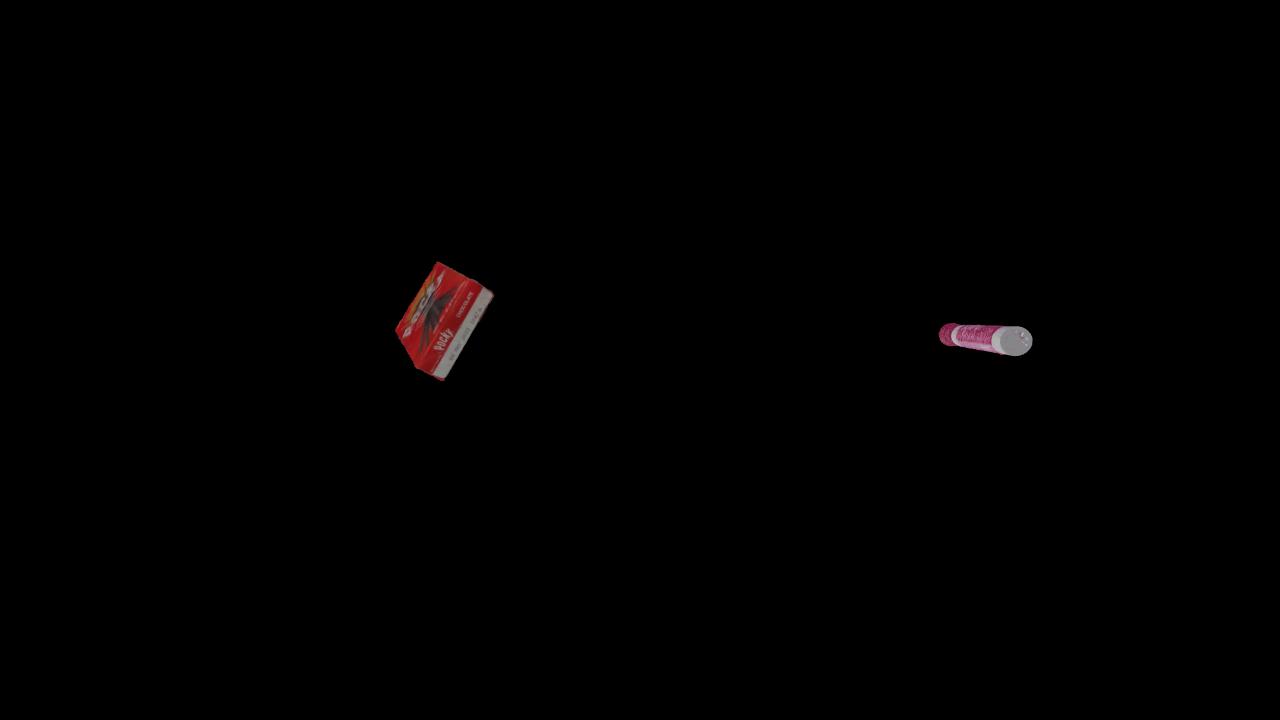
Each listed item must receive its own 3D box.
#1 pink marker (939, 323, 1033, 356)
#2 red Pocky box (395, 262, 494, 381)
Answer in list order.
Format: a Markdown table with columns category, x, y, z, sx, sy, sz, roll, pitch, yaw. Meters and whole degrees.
| category | x | y | z | sx | sy | sz | roll | pitch | yaw |
| --- | --- | --- | --- | --- | --- | --- | --- | --- | --- |
| pink marker | 0.244 | -0.016 | 0.443 | 0.020 | 0.020 | 0.121 | 0 | 4 | 8 |
| red Pocky box | -0.177 | -0.040 | 0.541 | 0.028 | 0.083 | 0.155 | 30 | -2 | -30 |
